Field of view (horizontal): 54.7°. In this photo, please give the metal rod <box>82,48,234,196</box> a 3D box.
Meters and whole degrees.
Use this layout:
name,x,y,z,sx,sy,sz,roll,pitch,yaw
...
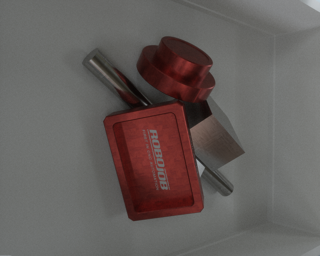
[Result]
name,x,y,z,sx,sy,sz,roll,pitch,yaw
metal rod,0.015,0.010,0.419,0.300,0.025,0.025,44,63,-31

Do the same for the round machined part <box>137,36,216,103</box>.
name,x,y,z,sx,sy,sz,roll,pitch,yaw
round machined part,0.025,-0.076,0.377,0.099,0.098,0.042,-3,132,-40

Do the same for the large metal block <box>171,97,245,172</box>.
name,x,y,z,sx,sy,sz,roll,pitch,yaw
large metal block,0.061,-0.002,0.416,0.080,0.050,0.080,44,21,-31

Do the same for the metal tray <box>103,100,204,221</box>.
name,x,y,z,sx,sy,sz,roll,pitch,yaw
metal tray,-0.005,0.039,0.362,0.030,0.090,0.129,-58,137,-75

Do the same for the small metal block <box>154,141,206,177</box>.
name,x,y,z,sx,sy,sz,roll,pitch,yaw
small metal block,0.025,0.042,0.411,0.050,0.050,0.025,46,63,-31
